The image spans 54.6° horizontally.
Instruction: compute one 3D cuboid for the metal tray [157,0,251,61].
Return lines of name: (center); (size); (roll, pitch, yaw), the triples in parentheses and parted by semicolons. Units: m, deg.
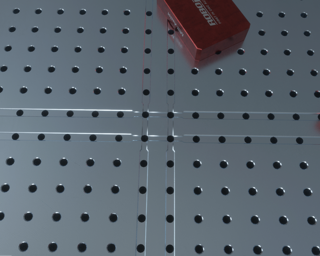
metal tray: (0.063, -0.176, 0.474); (0.090, 0.030, 0.130); (-27, 72, -10)
